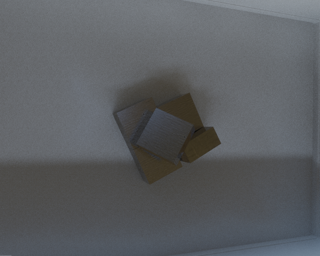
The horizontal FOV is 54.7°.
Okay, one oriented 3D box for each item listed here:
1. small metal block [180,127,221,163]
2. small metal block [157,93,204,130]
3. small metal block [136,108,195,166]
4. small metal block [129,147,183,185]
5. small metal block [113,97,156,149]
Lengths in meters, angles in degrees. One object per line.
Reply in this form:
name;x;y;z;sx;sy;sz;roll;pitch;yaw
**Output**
small metal block;0.044;0.021;0.413;0.050;0.050;0.025;-30;100;-19
small metal block;0.024;-0.014;0.419;0.050;0.025;0.050;-26;99;-18
small metal block;0.008;0.011;0.373;0.050;0.025;0.050;25;79;16
small metal block;-0.006;0.039;0.408;0.050;0.025;0.050;-26;99;-18
small metal block;-0.026;-0.006;0.400;0.050;0.025;0.050;-26;99;-18
